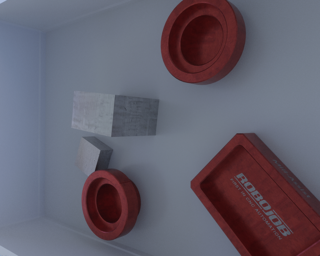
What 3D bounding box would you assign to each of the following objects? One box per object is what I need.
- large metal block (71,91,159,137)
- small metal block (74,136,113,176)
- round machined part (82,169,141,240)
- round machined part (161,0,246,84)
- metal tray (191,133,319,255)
[{"bbox_3d":[-0.060,-0.020,0.418,0.080,0.081,0.050,10,97,39],"label":"large metal block"},{"bbox_3d":[-0.106,0.046,0.491,0.050,0.025,0.050,29,108,36],"label":"small metal block"},{"bbox_3d":[-0.066,0.107,0.448,0.098,0.042,0.097,0,90,39],"label":"round machined part"},{"bbox_3d":[0.052,-0.098,0.352,0.098,0.042,0.097,0,90,39],"label":"round machined part"},{"bbox_3d":[0.101,0.079,0.318,0.090,0.030,0.130,-52,60,27],"label":"metal tray"}]
